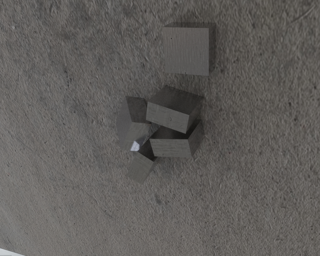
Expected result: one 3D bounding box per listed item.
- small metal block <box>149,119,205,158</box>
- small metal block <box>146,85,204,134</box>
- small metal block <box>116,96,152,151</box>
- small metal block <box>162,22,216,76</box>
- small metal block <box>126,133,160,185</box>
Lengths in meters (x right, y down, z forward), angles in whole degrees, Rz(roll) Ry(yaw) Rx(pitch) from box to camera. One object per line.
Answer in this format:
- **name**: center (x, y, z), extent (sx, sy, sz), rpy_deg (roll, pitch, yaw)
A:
- **small metal block**: center (0.023, 0.012, 0.386), extent (0.050, 0.050, 0.025), rpy_deg (0, 118, 28)
- **small metal block**: center (0.018, -0.024, 0.367), extent (0.050, 0.050, 0.025), rpy_deg (20, 126, 17)
- **small metal block**: center (-0.036, -0.006, 0.403), extent (0.025, 0.050, 0.050), rpy_deg (5, 132, -24)
- **small metal block**: center (0.032, -0.086, 0.336), extent (0.050, 0.025, 0.050), rpy_deg (9, 123, 23)
- **small metal block**: center (-0.017, 0.042, 0.425), extent (0.025, 0.050, 0.050), rpy_deg (32, 129, 7)
